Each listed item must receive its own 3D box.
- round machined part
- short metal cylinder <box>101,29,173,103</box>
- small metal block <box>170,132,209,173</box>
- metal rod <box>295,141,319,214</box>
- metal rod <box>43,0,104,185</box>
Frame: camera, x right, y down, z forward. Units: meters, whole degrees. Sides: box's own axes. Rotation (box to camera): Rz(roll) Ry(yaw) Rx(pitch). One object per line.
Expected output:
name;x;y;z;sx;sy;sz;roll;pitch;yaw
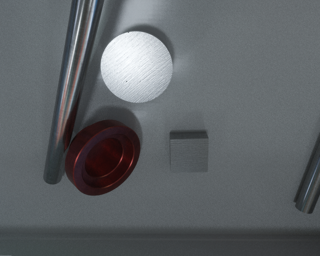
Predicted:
round machined part;-0.076;0.033;0.396;0.099;0.042;0.097;-26;131;-34
short metal cylinder;-0.026;-0.075;0.370;0.081;0.050;0.079;0;110;-1
small metal block;0.039;0.033;0.424;0.050;0.025;0.050;-2;110;0
metal rod;0.239;-0.018;0.407;0.025;0.025;0.298;9;110;-4
metal rod;-0.100;-0.029;0.336;0.025;0.025;0.298;20;133;-8
